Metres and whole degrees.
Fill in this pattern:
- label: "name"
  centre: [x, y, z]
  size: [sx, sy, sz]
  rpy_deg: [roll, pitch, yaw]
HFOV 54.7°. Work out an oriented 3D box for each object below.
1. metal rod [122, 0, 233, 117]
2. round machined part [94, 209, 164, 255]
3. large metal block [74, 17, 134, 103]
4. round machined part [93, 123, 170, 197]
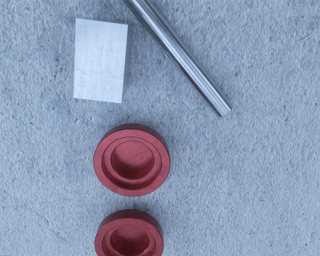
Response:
- label: "metal rod"
  centre: [-0.012, -0.130, 0.361]
  size: [0.025, 0.025, 0.300]
  rpy_deg: [-38, 106, 13]
- label: "round machined part"
  centre: [-0.044, 0.161, 0.460]
  size: [0.099, 0.042, 0.097]
  rpy_deg: [0, 110, 0]
- label: "large metal block"
  centre: [-0.061, -0.080, 0.350]
  size: [0.050, 0.080, 0.079]
  rpy_deg: [7, 110, -3]
- label: "round machined part"
  centre: [-0.036, 0.039, 0.415]
  size: [0.099, 0.042, 0.097]
  rpy_deg: [0, 110, 0]
